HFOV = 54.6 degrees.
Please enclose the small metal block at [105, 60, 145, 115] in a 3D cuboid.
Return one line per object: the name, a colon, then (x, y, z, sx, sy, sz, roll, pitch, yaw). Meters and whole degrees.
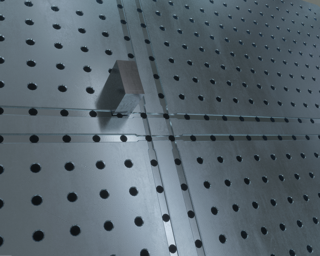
small metal block: (-0.046, -0.051, 0.398, 0.025, 0.050, 0.050, -3, 63, -30)
